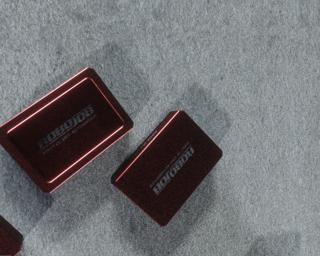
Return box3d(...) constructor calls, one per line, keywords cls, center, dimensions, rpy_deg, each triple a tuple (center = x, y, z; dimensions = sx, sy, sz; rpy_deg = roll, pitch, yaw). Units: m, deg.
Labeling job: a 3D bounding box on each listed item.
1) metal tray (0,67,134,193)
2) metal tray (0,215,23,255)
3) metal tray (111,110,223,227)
box3d(cls="metal tray", center=(-0.109, 0.001, 0.366), dimensions=(0.131, 0.030, 0.090), rpy_deg=(-39, 103, -16))
box3d(cls="metal tray", center=(-0.227, 0.139, 0.323), dimensions=(0.130, 0.030, 0.090), rpy_deg=(-43, 104, -15))
box3d(cls="metal tray", center=(0.011, 0.051, 0.412), dimensions=(0.090, 0.030, 0.130), rpy_deg=(45, 76, -15))
